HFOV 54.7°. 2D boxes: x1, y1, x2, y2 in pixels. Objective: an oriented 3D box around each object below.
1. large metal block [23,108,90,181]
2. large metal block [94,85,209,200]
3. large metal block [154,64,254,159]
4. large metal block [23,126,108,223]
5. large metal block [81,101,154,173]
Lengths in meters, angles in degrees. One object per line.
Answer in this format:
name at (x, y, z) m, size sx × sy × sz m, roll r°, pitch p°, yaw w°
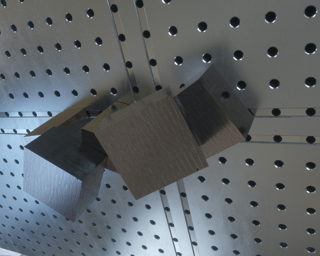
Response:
large metal block at (-0.139, 0.026, 0.462) m, size 0.050 × 0.080 × 0.080 m, roll -6°, pitch 115°, yaw 31°
large metal block at (-0.007, 0.014, 0.317) m, size 0.080 × 0.050 × 0.080 m, roll -27°, pitch 106°, yaw 7°
large metal block at (0.048, -0.013, 0.361) m, size 0.080 × 0.050 × 0.080 m, roll -34°, pitch 100°, yaw 38°
large metal block at (-0.120, 0.058, 0.387) m, size 0.080 × 0.050 × 0.079 m, roll 28°, pitch 128°, yaw 11°
large metal block at (-0.043, 0.013, 0.404) m, size 0.080 × 0.080 × 0.050 m, roll 17°, pitch 125°, yaw 18°
